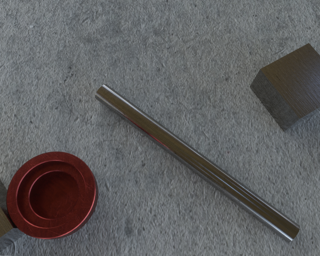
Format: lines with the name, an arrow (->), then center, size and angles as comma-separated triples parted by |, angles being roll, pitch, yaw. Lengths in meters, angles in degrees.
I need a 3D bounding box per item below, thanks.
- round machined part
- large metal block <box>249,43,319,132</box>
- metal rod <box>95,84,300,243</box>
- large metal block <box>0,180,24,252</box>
round machined part -> -0.123, 0.081, 0.367 | 0.099, 0.042, 0.098 | 1, 68, -2
large metal block -> 0.184, -0.054, 0.417 | 0.080, 0.050, 0.080 | -29, 73, -10
metal rod -> 0.038, 0.037, 0.394 | 0.300, 0.025, 0.025 | 36, 74, 12
large metal block -> -0.212, 0.108, 0.353 | 0.080, 0.050, 0.080 | -37, 74, -12
